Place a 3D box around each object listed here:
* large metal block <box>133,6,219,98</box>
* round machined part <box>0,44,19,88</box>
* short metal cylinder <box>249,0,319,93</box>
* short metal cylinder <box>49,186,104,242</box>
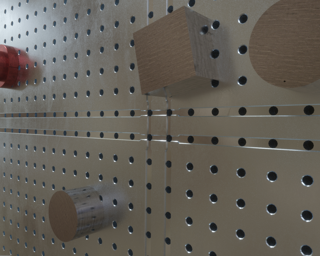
[{"bbox_3d":[0.018,-0.087,0.378,0.080,0.050,0.080,-14,81,39],"label":"large metal block"},{"bbox_3d":[-0.363,-0.140,0.699,0.098,0.042,0.097,0,90,40],"label":"round machined part"},{"bbox_3d":[0.131,-0.074,0.285,0.080,0.050,0.080,0,90,40],"label":"short metal cylinder"},{"bbox_3d":[-0.138,0.139,0.507,0.080,0.050,0.080,0,90,40],"label":"short metal cylinder"}]
